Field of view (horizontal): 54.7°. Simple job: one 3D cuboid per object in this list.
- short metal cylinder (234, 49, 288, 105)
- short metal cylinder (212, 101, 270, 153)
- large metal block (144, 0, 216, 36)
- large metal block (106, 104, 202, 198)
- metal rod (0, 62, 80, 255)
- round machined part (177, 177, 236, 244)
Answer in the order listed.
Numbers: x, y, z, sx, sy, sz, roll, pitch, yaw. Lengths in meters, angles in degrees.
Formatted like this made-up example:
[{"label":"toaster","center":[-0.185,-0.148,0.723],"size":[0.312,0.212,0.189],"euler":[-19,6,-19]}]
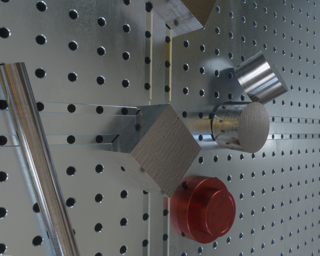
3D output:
[{"label":"short metal cylinder","center":[0.166,-0.081,0.508],"size":[0.080,0.050,0.080],"euler":[39,33,-31]},{"label":"short metal cylinder","center":[0.131,-0.003,0.497],"size":[0.081,0.050,0.079],"euler":[-5,98,-37]},{"label":"large metal block","center":[0.031,-0.187,0.418],"size":[0.080,0.050,0.080],"euler":[37,67,-34]},{"label":"large metal block","center":[-0.005,0.027,0.389],"size":[0.080,0.050,0.080],"euler":[-53,121,-27]},{"label":"metal rod","center":[-0.109,0.084,0.317],"size":[0.025,0.025,0.298],"euler":[-21,103,-38]},{"label":"round machined part","center":[0.076,0.123,0.462],"size":[0.099,0.042,0.097],"euler":[0,90,-40]}]
